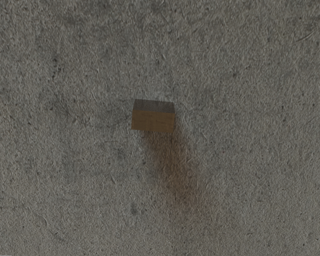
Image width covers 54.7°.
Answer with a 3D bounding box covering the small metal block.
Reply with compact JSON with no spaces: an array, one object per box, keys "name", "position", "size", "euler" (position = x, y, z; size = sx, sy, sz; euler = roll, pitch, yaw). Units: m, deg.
[{"name":"small metal block","position":[-0.009,-0.016,0.391],"size":[0.050,0.050,0.025],"euler":[5,110,-2]}]
